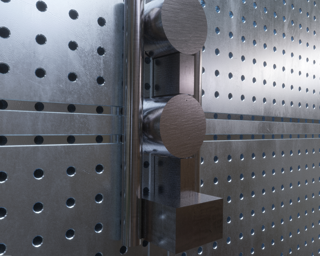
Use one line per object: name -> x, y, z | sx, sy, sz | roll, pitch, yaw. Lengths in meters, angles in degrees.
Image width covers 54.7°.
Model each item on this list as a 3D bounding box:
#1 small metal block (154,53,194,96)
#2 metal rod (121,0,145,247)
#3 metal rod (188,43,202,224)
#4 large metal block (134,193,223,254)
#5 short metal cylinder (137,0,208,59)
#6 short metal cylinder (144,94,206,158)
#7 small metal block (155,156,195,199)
small metal block -> 0.018, -0.067, 0.406 | 0.025, 0.050, 0.050 | 1, 90, -40
metal rod -> -0.033, -0.009, 0.380 | 0.025, 0.025, 0.298 | 1, 89, -40
metal rod -> 0.048, -0.008, 0.448 | 0.025, 0.025, 0.298 | 1, 89, -40
large metal block -> 0.022, 0.112, 0.392 | 0.081, 0.080, 0.050 | 1, 90, -40
short metal cylinder -> 0.016, -0.132, 0.405 | 0.081, 0.050, 0.080 | 0, 90, -40
short metal cylinder -> 0.014, -0.002, 0.404 | 0.081, 0.050, 0.080 | 0, 90, -40
small metal block -> 0.019, 0.063, 0.407 | 0.025, 0.050, 0.050 | 0, 90, -40
